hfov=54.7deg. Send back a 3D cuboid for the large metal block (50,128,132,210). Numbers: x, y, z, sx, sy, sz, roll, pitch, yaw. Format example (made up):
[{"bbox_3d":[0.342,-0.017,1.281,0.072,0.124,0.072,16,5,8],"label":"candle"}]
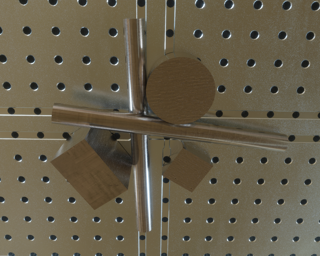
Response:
[{"bbox_3d":[-0.082,0.042,0.397,0.050,0.080,0.080,-33,107,11],"label":"large metal block"}]

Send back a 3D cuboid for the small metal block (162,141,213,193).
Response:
[{"bbox_3d":[0.038,0.054,0.435,0.050,0.025,0.050,32,107,-12],"label":"small metal block"}]

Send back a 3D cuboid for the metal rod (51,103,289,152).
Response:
[{"bbox_3d":[0.022,0.001,0.394,0.302,0.025,0.025,7,110,-11],"label":"metal rod"}]

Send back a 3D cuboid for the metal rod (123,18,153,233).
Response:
[{"bbox_3d":[-0.027,0.010,0.417,0.025,0.025,0.298,-2,110,0],"label":"metal rod"}]

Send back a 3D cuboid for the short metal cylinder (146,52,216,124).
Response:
[{"bbox_3d":[0.024,-0.050,0.382,0.081,0.050,0.079,0,110,-1],"label":"short metal cylinder"}]
